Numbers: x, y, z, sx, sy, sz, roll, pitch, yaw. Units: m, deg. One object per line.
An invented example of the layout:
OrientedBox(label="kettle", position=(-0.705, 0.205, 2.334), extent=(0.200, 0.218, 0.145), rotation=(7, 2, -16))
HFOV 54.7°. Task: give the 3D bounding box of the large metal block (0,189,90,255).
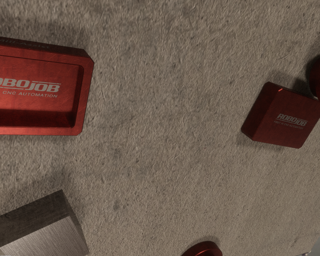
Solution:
OrientedBox(label="large metal block", position=(-0.147, 0.138, 0.397), extent=(0.081, 0.050, 0.080), rotation=(-23, 127, -15))

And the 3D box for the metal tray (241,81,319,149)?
OrientedBox(label="metal tray", position=(0.205, -0.017, 0.508), extent=(0.131, 0.030, 0.089), rotation=(10, 113, -33))

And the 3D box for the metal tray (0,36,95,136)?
OrientedBox(label="metal tray", position=(-0.139, -0.039, 0.304), extent=(0.131, 0.030, 0.089), rotation=(2, 118, -30))

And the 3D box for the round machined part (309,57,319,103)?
OrientedBox(label="round machined part", position=(0.276, -0.079, 0.489), extent=(0.099, 0.042, 0.097), rotation=(-8, 105, -30))

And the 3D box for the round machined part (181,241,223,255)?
OrientedBox(label="round machined part", position=(0.084, 0.277, 0.616), extent=(0.099, 0.042, 0.097), rotation=(-14, 125, -21))
